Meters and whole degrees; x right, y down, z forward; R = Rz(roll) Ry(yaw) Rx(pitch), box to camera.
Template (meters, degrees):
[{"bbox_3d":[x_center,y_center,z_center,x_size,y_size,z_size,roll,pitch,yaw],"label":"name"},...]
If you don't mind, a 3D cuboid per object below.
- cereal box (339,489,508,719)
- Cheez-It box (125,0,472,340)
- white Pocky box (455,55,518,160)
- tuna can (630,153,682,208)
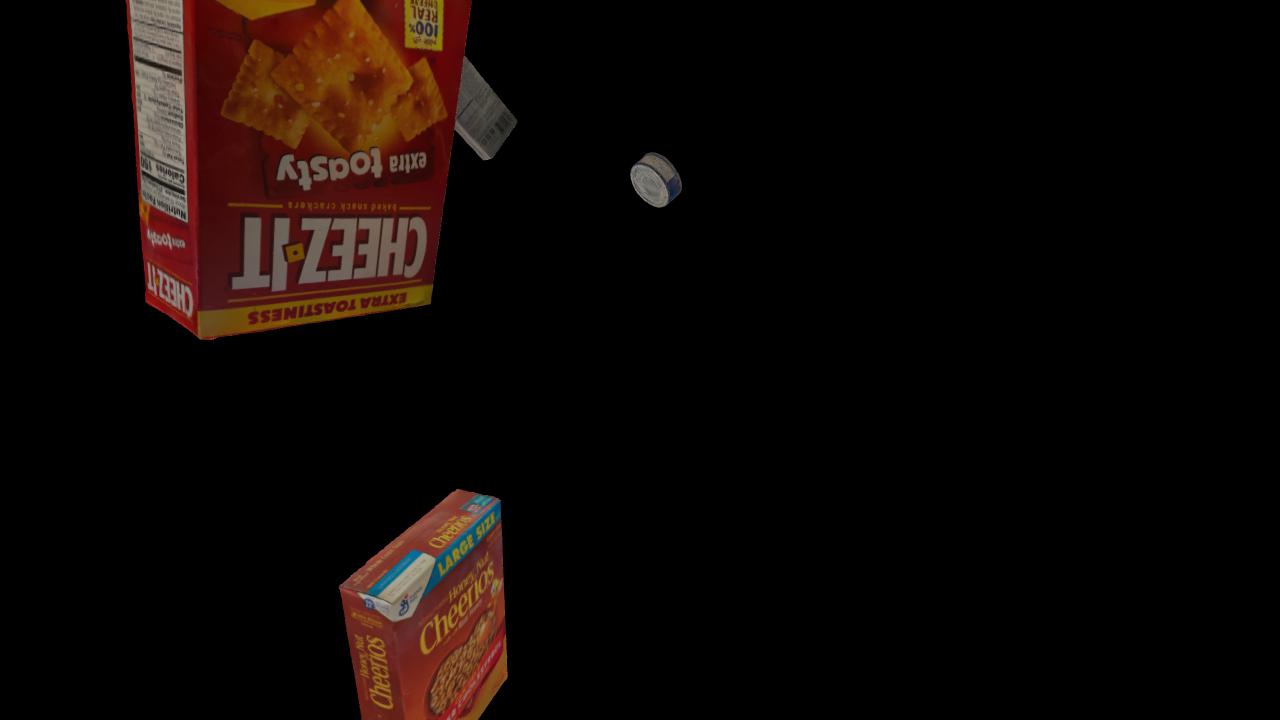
[{"bbox_3d":[-0.248,0.342,0.756,0.081,0.306,0.203,10,21,18],"label":"cereal box"},{"bbox_3d":[-0.199,-0.135,0.375,0.071,0.223,0.166,25,23,25],"label":"Cheez-It box"},{"bbox_3d":[-0.250,-0.373,0.883,0.028,0.084,0.154,9,-27,42],"label":"white Pocky box"},{"bbox_3d":[0.025,-0.289,0.995,0.034,0.084,0.084,-47,21,-22],"label":"tuna can"}]
